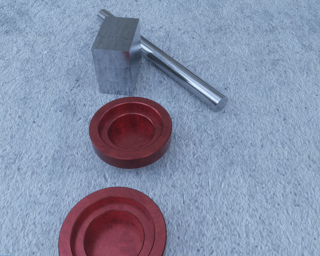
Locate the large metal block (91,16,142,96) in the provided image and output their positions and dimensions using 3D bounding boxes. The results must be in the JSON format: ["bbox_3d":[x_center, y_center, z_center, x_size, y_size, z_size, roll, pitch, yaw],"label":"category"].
[{"bbox_3d":[-0.059,-0.105,0.455,0.050,0.080,0.080,5,50,4],"label":"large metal block"}]

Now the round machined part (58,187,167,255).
[{"bbox_3d":[-0.043,0.110,0.299,0.099,0.042,0.098,0,50,0],"label":"round machined part"}]

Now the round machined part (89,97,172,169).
[{"bbox_3d":[-0.035,0.010,0.384,0.099,0.042,0.098,0,50,0],"label":"round machined part"}]

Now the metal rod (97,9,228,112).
[{"bbox_3d":[-0.011,-0.121,0.504,0.025,0.025,0.300,-33,57,-24],"label":"metal rod"}]
